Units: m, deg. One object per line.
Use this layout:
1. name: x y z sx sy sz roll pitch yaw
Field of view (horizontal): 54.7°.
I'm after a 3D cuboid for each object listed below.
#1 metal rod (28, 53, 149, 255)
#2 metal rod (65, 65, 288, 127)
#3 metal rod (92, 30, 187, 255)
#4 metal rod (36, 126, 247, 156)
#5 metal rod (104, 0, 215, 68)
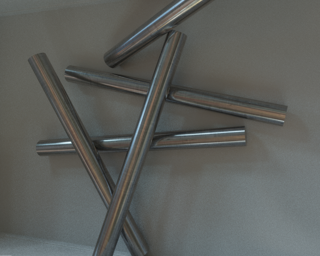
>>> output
1. metal rod: -0.095 0.038 0.417 0.025 0.025 0.299 -28 91 18
2. metal rod: 0.006 -0.047 0.407 0.301 0.025 0.025 13 95 19
3. metal rod: -0.026 0.026 0.387 0.025 0.025 0.298 20 93 18
4. metal rod: -0.038 0.020 0.422 0.301 0.025 0.025 -4 89 19
5. metal rod: 0.033 -0.135 0.334 0.299 0.025 0.025 -21 83 43
